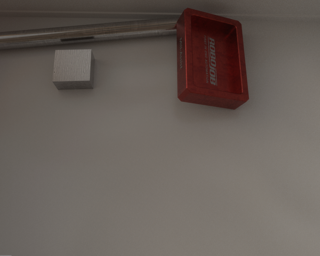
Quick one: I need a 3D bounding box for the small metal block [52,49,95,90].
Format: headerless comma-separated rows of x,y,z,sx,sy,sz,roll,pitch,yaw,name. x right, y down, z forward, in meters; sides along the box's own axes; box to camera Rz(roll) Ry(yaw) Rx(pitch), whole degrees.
-0.121,-0.083,0.438,0.050,0.025,0.050,-2,70,-1,small metal block

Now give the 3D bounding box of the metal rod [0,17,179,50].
-0.111,-0.140,0.459,0.302,0.025,0.025,-6,70,-3,metal rod

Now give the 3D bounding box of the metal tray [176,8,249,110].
0.071,-0.095,0.427,0.091,0.030,0.130,7,69,-18,metal tray
